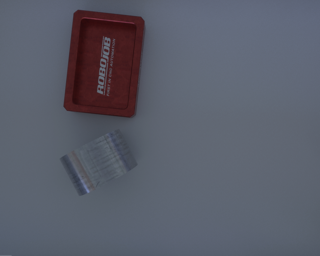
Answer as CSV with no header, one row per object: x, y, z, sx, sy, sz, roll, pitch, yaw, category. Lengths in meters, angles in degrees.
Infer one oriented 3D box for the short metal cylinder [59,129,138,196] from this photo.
-0.075,0.042,0.383,0.080,0.080,0.050,-27,90,0,short metal cylinder

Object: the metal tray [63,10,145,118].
-0.071,-0.082,0.407,0.091,0.030,0.129,6,90,-1,metal tray
